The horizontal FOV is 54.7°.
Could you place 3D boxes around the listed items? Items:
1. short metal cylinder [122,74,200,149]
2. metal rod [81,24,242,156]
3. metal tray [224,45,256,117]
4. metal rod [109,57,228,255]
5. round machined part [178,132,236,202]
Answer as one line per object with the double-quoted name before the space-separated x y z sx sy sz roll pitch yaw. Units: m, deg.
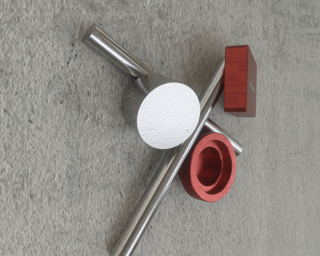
"short metal cylinder" 0.001 -0.021 0.373 0.081 0.050 0.079 -11 115 -24
"metal rod" 0.023 -0.034 0.426 0.301 0.025 0.025 35 69 -35
"metal tray" 0.125 -0.065 0.470 0.130 0.030 0.089 4 87 -68
"metal rod" 0.024 0.030 0.404 0.025 0.025 0.300 41 72 -33
"round machined part" 0.063 0.055 0.448 0.099 0.042 0.097 0 90 -40
